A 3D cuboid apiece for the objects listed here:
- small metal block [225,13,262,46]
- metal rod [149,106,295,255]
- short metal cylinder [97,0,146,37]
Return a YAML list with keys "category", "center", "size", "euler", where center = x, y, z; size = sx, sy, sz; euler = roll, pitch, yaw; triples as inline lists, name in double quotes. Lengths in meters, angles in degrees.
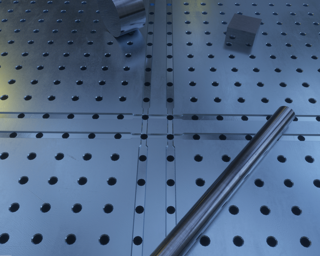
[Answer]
- category: "small metal block"
  center: [0.151, -0.178, 0.558]
  size: [0.050, 0.025, 0.050]
  euler: [18, 52, 15]
- category: "metal rod"
  center: [0.074, 0.066, 0.351]
  size: [0.025, 0.025, 0.302]
  euler: [34, 58, 25]
- category: "short metal cylinder"
  center: [-0.068, -0.208, 0.546]
  size: [0.050, 0.080, 0.080]
  euler: [-29, 56, -22]
